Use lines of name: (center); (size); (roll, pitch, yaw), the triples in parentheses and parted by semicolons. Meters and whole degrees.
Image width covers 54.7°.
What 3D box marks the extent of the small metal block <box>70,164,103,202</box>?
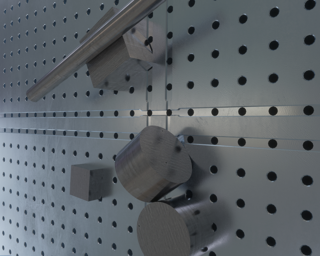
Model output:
small metal block: (-0.122, 0.088, 0.510); (0.050, 0.025, 0.050); (6, 94, 39)

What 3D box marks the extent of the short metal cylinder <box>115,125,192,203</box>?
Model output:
short metal cylinder: (-0.007, 0.044, 0.380); (0.050, 0.081, 0.080); (-42, 65, 32)

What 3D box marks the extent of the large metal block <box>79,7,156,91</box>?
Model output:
large metal block: (-0.063, -0.109, 0.445); (0.080, 0.050, 0.080); (-31, 71, 36)

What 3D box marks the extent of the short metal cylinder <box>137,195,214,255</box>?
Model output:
short metal cylinder: (0.018, 0.126, 0.378); (0.080, 0.050, 0.079); (0, 90, 40)

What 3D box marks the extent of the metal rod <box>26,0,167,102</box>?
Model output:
metal rod: (-0.103, -0.105, 0.428); (0.299, 0.025, 0.025); (-25, 75, 37)
